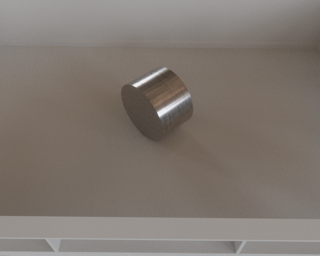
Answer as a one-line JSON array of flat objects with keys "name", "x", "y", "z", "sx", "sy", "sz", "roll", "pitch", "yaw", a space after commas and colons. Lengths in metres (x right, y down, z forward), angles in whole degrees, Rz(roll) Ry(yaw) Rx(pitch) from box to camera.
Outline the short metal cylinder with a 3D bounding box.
[{"name": "short metal cylinder", "x": -0.004, "y": -0.030, "z": 0.392, "sx": 0.050, "sy": 0.080, "sz": 0.080, "roll": -34, "pitch": 58, "yaw": -25}]
